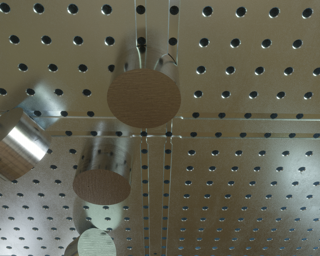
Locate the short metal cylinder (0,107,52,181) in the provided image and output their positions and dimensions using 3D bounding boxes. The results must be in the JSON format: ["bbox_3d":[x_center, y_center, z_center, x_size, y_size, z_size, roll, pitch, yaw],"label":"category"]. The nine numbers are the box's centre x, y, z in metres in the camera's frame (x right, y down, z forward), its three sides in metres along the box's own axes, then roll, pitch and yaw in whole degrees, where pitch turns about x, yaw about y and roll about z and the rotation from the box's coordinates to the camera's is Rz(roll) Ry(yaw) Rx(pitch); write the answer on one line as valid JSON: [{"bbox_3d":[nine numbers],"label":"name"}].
[{"bbox_3d":[-0.187,0.020,0.390,0.080,0.080,0.050,-23,127,18],"label":"short metal cylinder"}]

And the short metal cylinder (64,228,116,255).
[{"bbox_3d":[-0.129,0.235,0.574,0.080,0.080,0.050,32,123,-24],"label":"short metal cylinder"}]

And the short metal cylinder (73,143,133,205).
[{"bbox_3d":[-0.081,0.068,0.453,0.081,0.050,0.079,0,130,0],"label":"short metal cylinder"}]

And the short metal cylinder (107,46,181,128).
[{"bbox_3d":[-0.017,-0.046,0.356,0.081,0.050,0.079,0,130,0],"label":"short metal cylinder"}]
